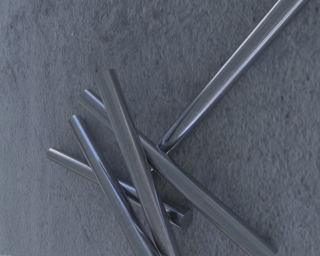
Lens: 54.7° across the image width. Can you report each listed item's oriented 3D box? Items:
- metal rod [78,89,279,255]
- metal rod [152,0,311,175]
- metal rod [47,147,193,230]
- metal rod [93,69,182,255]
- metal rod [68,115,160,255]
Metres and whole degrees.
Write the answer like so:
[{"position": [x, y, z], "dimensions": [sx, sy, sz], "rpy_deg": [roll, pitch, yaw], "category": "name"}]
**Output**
[{"position": [0.005, 0.045, 0.370], "dimensions": [0.300, 0.025, 0.025], "rpy_deg": [39, 114, 22], "category": "metal rod"}, {"position": [0.058, -0.037, 0.355], "dimensions": [0.298, 0.025, 0.025], "rpy_deg": [-51, 61, 27], "category": "metal rod"}, {"position": [-0.081, 0.079, 0.468], "dimensions": [0.300, 0.025, 0.025], "rpy_deg": [16, 100, 38], "category": "metal rod"}, {"position": [-0.013, 0.077, 0.362], "dimensions": [0.025, 0.025, 0.298], "rpy_deg": [-16, 96, 39], "category": "metal rod"}, {"position": [-0.069, 0.079, 0.426], "dimensions": [0.300, 0.025, 0.025], "rpy_deg": [51, 120, 38], "category": "metal rod"}]
